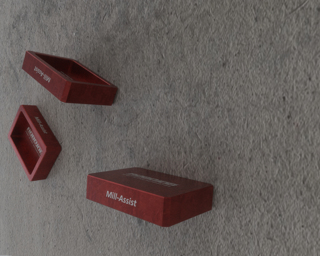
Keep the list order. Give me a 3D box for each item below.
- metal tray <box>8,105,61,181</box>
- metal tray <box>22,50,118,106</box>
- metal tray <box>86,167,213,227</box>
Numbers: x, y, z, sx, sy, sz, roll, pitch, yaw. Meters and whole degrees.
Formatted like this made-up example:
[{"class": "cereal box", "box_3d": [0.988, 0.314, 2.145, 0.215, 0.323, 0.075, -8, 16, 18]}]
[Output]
[{"class": "metal tray", "box_3d": [-0.249, 0.027, 0.607, 0.130, 0.030, 0.089, 49, 119, 28]}, {"class": "metal tray", "box_3d": [-0.139, -0.077, 0.477, 0.130, 0.091, 0.030, 35, 112, 34]}, {"class": "metal tray", "box_3d": [-0.014, 0.077, 0.374, 0.130, 0.091, 0.030, 6, 94, 40]}]
